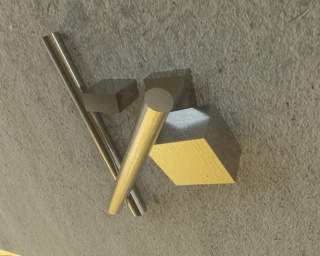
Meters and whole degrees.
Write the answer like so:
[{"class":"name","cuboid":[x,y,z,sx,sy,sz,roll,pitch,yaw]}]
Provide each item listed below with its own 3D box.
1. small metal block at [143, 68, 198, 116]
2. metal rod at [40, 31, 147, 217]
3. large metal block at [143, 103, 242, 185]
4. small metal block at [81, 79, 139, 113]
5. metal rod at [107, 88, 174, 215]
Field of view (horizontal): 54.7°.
[{"class":"small metal block","cuboid":[0.014,-0.042,0.373,0.050,0.025,0.050,-1,118,28]},{"class":"metal rod","cuboid":[-0.089,0.007,0.455,0.025,0.025,0.299,-11,113,32]},{"class":"large metal block","cuboid":[0.040,0.023,0.365,0.080,0.050,0.080,-10,133,36]},{"class":"small metal block","cuboid":[-0.062,-0.042,0.396,0.050,0.050,0.025,5,120,25]},{"class":"metal rod","cuboid":[-0.037,0.053,0.380,0.025,0.025,0.298,34,146,5]}]
